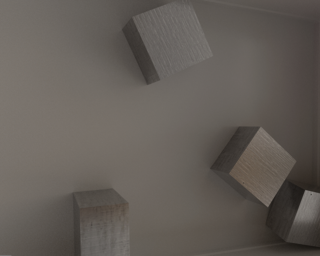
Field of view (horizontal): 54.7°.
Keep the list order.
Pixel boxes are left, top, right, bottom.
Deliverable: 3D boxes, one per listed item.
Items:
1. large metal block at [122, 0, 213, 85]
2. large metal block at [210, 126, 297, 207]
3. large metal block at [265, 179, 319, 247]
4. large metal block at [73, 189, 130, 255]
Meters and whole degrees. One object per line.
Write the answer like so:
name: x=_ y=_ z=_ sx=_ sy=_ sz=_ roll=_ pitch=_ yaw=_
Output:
large metal block: x=0.009 y=-0.111 z=0.402 sx=0.081 sy=0.050 sz=0.080 roll=-28 pitch=100 yaw=-18
large metal block: x=0.135 y=0.054 z=0.449 sx=0.080 sy=0.050 sz=0.080 roll=41 pitch=77 yaw=-16
large metal block: x=0.221 y=0.129 z=0.473 sx=0.081 sy=0.050 sz=0.080 roll=15 pitch=97 yaw=-18
large metal block: x=-0.070 y=0.119 z=0.356 sx=0.050 sy=0.080 sz=0.079 roll=-2 pitch=91 yaw=-20
